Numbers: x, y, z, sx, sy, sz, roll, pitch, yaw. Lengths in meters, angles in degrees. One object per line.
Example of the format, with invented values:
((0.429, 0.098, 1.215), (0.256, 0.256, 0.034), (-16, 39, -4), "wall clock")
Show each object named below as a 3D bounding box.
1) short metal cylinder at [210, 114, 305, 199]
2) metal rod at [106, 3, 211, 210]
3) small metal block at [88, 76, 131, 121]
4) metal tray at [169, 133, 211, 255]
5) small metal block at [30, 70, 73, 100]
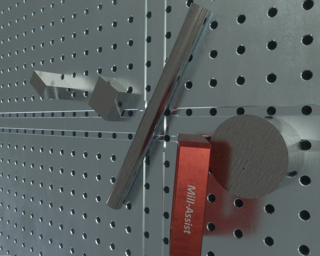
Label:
((0.096, 0.027, 0.313), (0.080, 0.050, 0.079), (0, 90, 39), "short metal cylinder")
((-0.010, -0.015, 0.415), (0.025, 0.025, 0.298), (37, 112, 33), "metal rod")
((-0.078, -0.044, 0.471), (0.050, 0.025, 0.050), (40, 114, 32), "small metal block")
((0.030, 0.075, 0.340), (0.030, 0.090, 0.129), (5, 94, 2), "metal tray")
((-0.193, -0.076, 0.549), (0.050, 0.050, 0.025), (44, 117, 30), "small metal block")
